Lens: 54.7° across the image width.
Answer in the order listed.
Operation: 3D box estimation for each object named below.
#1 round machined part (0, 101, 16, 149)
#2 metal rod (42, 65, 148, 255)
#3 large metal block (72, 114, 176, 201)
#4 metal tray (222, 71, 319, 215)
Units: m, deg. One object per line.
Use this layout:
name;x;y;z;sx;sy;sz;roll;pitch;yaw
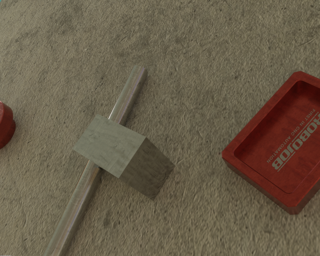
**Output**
round machined part;-0.296;0.002;0.544;0.098;0.042;0.098;-13;56;20
metal rod;-0.083;0.042;0.419;0.025;0.025;0.300;9;66;32
large metal block;-0.041;0.035;0.367;0.080;0.080;0.050;24;75;36
metal tray;0.140;0.011;0.320;0.130;0.030;0.090;-47;52;-5
